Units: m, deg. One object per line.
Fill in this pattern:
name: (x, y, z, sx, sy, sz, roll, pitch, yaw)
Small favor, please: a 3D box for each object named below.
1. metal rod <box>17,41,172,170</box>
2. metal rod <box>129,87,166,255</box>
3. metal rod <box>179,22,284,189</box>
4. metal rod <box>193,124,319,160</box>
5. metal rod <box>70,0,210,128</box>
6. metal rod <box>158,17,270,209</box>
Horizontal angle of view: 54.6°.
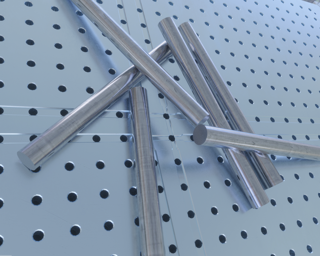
metal rod: (-0.056, -0.053, 0.409, 0.025, 0.025, 0.301, 42, 51, 1)
metal rod: (-0.013, 0.082, 0.350, 0.025, 0.025, 0.299, 7, 59, -25)
metal rod: (0.104, -0.046, 0.491, 0.025, 0.025, 0.299, -14, 69, -34)
metal rod: (0.170, 0.027, 0.452, 0.302, 0.025, 0.025, 9, 58, -34)
metal rod: (-0.045, -0.114, 0.425, 0.025, 0.025, 0.300, -31, 70, -38)
metal rod: (0.072, -0.029, 0.445, 0.025, 0.025, 0.299, -18, 77, -35)
